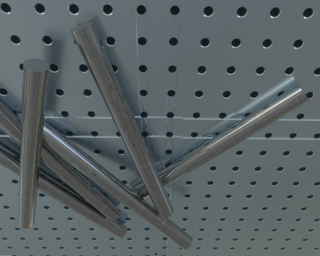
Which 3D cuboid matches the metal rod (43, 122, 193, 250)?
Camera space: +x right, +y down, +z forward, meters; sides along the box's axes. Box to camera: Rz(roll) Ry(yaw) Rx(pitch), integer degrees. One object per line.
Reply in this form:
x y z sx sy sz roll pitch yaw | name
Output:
-0.058 0.096 0.465 0.025 0.025 0.300 -36 114 26 | metal rod

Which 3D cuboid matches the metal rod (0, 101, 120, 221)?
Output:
-0.153 0.051 0.453 0.025 0.025 0.300 -23 127 18 | metal rod

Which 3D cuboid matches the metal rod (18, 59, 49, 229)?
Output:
-0.173 0.044 0.412 0.025 0.025 0.298 13 129 -11 | metal rod

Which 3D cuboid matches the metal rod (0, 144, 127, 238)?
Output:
-0.162 0.102 0.496 0.025 0.025 0.300 -31 124 23 | metal rod

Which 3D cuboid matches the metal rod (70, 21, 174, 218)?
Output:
-0.036 0.012 0.401 0.025 0.025 0.299 -14 123 11 | metal rod

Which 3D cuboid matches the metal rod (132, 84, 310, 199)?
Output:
0.065 0.035 0.441 0.299 0.025 0.025 -36 122 26 | metal rod
